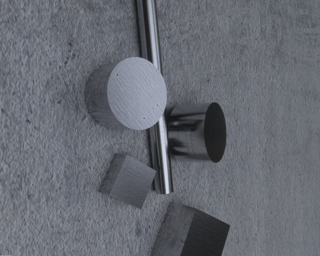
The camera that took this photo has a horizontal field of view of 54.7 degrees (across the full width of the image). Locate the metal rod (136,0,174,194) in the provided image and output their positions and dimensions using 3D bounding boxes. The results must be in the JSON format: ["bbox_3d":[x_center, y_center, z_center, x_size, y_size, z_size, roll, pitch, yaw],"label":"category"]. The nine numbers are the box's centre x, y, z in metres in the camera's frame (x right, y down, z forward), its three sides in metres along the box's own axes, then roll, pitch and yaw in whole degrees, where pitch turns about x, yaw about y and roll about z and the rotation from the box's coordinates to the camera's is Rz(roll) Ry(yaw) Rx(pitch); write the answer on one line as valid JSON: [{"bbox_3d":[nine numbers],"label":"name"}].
[{"bbox_3d":[-0.008,-0.064,0.399,0.025,0.025,0.298,-9,96,-40],"label":"metal rod"}]

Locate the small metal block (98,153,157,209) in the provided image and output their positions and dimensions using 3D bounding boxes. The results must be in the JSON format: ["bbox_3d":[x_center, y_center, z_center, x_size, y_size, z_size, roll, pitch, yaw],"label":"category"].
[{"bbox_3d":[-0.038,0.064,0.375,0.050,0.025,0.050,35,68,-35],"label":"small metal block"}]

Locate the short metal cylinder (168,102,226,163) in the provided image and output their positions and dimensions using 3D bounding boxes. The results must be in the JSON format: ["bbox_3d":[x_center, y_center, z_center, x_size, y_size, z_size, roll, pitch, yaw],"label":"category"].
[{"bbox_3d":[0.052,0.007,0.420,0.080,0.050,0.080,6,83,-59],"label":"short metal cylinder"}]

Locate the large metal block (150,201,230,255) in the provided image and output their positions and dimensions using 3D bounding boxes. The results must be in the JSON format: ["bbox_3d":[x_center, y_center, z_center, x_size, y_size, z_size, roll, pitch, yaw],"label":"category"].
[{"bbox_3d":[0.043,0.157,0.427,0.080,0.050,0.080,34,69,-35],"label":"large metal block"}]

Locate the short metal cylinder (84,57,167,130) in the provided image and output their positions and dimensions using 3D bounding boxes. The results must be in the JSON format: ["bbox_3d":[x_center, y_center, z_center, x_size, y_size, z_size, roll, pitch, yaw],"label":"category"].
[{"bbox_3d":[-0.039,-0.038,0.358,0.081,0.050,0.079,0,90,-40],"label":"short metal cylinder"}]
